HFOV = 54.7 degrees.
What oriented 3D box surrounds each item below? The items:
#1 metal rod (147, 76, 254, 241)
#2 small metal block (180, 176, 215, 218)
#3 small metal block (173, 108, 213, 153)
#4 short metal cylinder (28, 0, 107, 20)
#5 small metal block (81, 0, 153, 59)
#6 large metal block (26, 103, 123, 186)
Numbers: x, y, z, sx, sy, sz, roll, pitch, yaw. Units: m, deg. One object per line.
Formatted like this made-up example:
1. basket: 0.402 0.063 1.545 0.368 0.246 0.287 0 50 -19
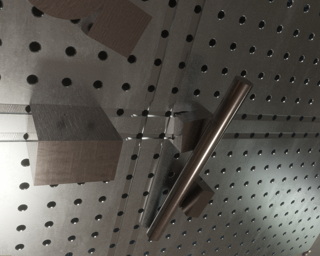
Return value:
1. metal rod: 0.046 0.061 0.449 0.025 0.025 0.298 6 124 -32
2. small metal block: 0.052 0.105 0.490 0.025 0.050 0.050 19 108 -36
3. small metal block: 0.048 0.004 0.442 0.050 0.025 0.050 -12 124 -22
4. short metal cylinder: -0.084 -0.139 0.264 0.081 0.050 0.079 -14 125 -21
5. small metal block: -0.045 -0.109 0.321 0.050 0.025 0.050 24 106 -37
6. large metal block: -0.095 0.015 0.334 0.081 0.080 0.050 1 118 -29
